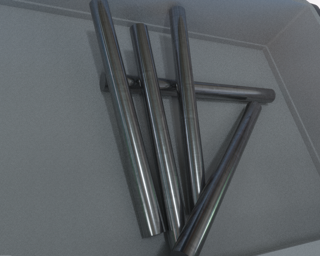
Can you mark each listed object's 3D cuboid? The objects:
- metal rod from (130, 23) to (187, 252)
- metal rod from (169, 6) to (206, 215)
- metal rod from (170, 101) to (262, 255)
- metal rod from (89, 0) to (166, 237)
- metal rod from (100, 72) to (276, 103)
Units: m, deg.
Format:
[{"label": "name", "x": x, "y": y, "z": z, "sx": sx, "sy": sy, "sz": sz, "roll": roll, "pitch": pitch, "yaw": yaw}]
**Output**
[{"label": "metal rod", "x": -0.002, "y": 0.002, "z": 0.381, "sx": 0.025, "sy": 0.025, "sz": 0.299, "roll": -1, "pitch": 69, "yaw": -29}, {"label": "metal rod", "x": 0.036, "y": -0.037, "z": 0.420, "sx": 0.025, "sy": 0.025, "sz": 0.299, "roll": 6, "pitch": 68, "yaw": -25}, {"label": "metal rod", "x": 0.088, "y": 0.045, "z": 0.399, "sx": 0.025, "sy": 0.025, "sz": 0.301, "roll": 41, "pitch": 43, "yaw": 0}, {"label": "metal rod", "x": -0.043, "y": -0.025, "z": 0.372, "sx": 0.025, "sy": 0.025, "sz": 0.299, "roll": -6, "pitch": 72, "yaw": -31}, {"label": "metal rod", "x": 0.059, "y": -0.058, "z": 0.472, "sx": 0.303, "sy": 0.025, "sz": 0.025, "roll": 1, "pitch": 62, "yaw": -28}]
